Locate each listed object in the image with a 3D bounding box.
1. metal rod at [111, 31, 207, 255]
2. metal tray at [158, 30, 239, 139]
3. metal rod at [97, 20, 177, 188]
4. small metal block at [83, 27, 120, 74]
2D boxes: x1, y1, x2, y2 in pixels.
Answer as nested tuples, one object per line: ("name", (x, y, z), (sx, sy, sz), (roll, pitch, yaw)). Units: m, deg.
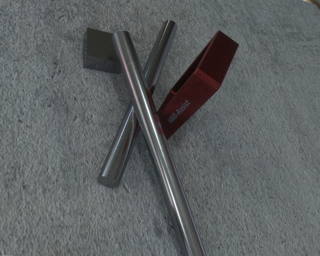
("metal rod", (-0.003, 0.020, 0.366), (0.025, 0.025, 0.299), (-11, 75, -33))
("metal tray", (0.039, -0.049, 0.389), (0.030, 0.129, 0.090), (35, 51, -6))
("metal rod", (-0.020, -0.055, 0.428), (0.025, 0.025, 0.300), (27, 52, -12))
("small metal block", (-0.079, -0.106, 0.427), (0.050, 0.025, 0.050), (7, 59, -25))
